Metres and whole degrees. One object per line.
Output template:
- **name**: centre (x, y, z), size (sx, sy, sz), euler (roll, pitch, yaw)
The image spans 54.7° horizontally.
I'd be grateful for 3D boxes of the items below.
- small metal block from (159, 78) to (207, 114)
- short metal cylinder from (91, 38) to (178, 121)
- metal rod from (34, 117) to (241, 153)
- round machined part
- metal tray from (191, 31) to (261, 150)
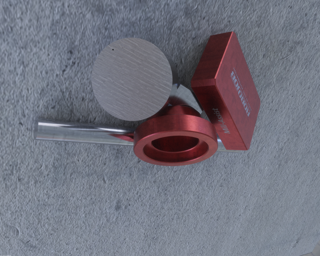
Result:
- **small metal block**: centre (0.023, -0.041, 0.377), size (0.050, 0.050, 0.025), euler (26, 104, -37)
- **short metal cylinder**: centre (-0.024, -0.050, 0.323), size (0.080, 0.050, 0.079), euler (1, 98, 9)
- **metal rod**: centre (-0.006, 0.014, 0.414), size (0.302, 0.025, 0.025), euler (6, 116, -31)
- **round machined part**: centre (0.018, 0.008, 0.372), size (0.099, 0.042, 0.098), euler (-2, 151, -1)
- **metal tray**: centre (0.090, -0.043, 0.394), size (0.130, 0.030, 0.090), euler (54, 48, -40)
